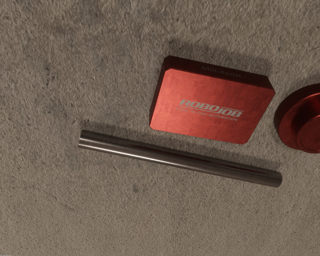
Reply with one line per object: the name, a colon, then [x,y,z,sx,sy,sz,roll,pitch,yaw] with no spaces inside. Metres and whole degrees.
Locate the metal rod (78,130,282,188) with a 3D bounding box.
metal rod: [0.037,0.047,0.447,0.302,0.025,0.025,13,129,-12]

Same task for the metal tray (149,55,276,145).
metal tray: [0.059,-0.030,0.379,0.131,0.030,0.089,10,130,-9]

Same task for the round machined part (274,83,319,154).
round machined part: [0.202,-0.005,0.395,0.099,0.042,0.097,-1,130,0]
